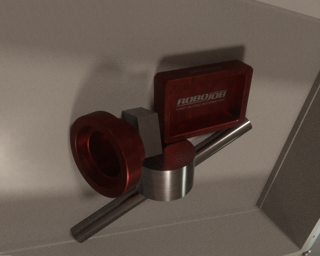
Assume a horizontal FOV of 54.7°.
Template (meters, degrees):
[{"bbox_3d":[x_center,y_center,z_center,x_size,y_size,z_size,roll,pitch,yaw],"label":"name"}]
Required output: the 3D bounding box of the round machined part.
[{"bbox_3d":[-0.056,0.026,0.355,0.042,0.098,0.097,-26,133,-44],"label":"round machined part"}]

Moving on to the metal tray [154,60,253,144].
[{"bbox_3d":[0.058,-0.036,0.416,0.131,0.030,0.089,-13,124,-22],"label":"metal tray"}]

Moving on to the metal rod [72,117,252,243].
[{"bbox_3d":[0.008,0.072,0.459,0.301,0.025,0.025,-33,129,-7],"label":"metal rod"}]

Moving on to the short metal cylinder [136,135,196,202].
[{"bbox_3d":[0.005,0.050,0.409,0.081,0.080,0.050,-14,125,-21],"label":"short metal cylinder"}]

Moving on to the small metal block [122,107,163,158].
[{"bbox_3d":[-0.022,0.004,0.376,0.025,0.050,0.050,-13,107,-23],"label":"small metal block"}]
